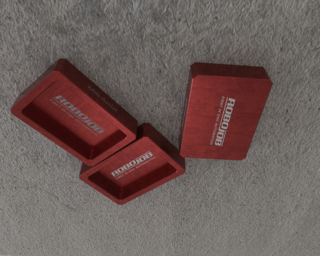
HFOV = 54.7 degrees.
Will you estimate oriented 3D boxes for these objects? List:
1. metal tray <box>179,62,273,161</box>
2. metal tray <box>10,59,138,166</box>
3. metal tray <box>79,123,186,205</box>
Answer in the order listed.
[{"bbox_3d":[0.076,-0.016,0.391,0.091,0.030,0.129,3,130,-3],"label":"metal tray"},{"bbox_3d":[-0.103,-0.013,0.391,0.090,0.030,0.130,-33,123,24],"label":"metal tray"},{"bbox_3d":[-0.040,0.057,0.451,0.130,0.030,0.090,-31,124,24],"label":"metal tray"}]
